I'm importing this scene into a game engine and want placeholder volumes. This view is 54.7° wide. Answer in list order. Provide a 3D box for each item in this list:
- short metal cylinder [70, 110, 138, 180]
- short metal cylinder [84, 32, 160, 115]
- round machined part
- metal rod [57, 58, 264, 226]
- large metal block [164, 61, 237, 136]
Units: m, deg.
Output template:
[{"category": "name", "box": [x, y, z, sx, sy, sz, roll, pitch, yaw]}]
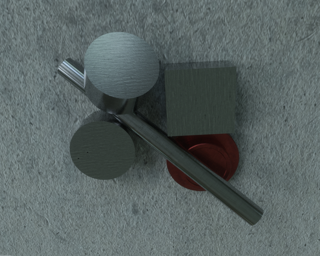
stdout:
[{"category": "short metal cylinder", "box": [-0.071, 0.020, 0.405, 0.081, 0.050, 0.079, 0, 110, 0]}, {"category": "short metal cylinder", "box": [-0.046, -0.061, 0.355, 0.081, 0.050, 0.080, 4, 72, -13]}, {"category": "round machined part", "box": [0.058, 0.044, 0.418, 0.099, 0.042, 0.097, 0, 110, 0]}, {"category": "metal rod", "box": [0.000, 0.016, 0.381, 0.300, 0.025, 0.025, 38, 106, 0]}, {"category": "large metal block", "box": [0.047, -0.038, 0.382, 0.080, 0.050, 0.079, -3, 110, 1]}]
